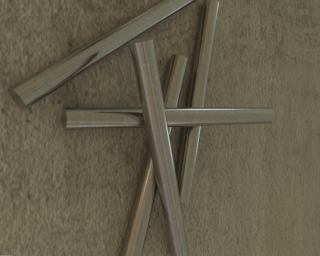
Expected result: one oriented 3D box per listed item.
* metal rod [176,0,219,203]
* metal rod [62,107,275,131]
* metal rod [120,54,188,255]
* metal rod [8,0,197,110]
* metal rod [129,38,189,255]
[{"bbox_3d":[0.053,-0.044,0.451,0.025,0.025,0.298,16,80,-39],"label":"metal rod"},{"bbox_3d":[0.032,-0.014,0.396,0.303,0.025,0.025,-2,92,-29],"label":"metal rod"},{"bbox_3d":[-0.008,0.046,0.399,0.025,0.025,0.299,23,76,-38],"label":"metal rod"},{"bbox_3d":[-0.041,-0.114,0.371,0.302,0.025,0.025,-43,116,-32],"label":"metal rod"},{"bbox_3d":[0.005,0.046,0.371,0.025,0.025,0.298,-30,121,-36],"label":"metal rod"}]
